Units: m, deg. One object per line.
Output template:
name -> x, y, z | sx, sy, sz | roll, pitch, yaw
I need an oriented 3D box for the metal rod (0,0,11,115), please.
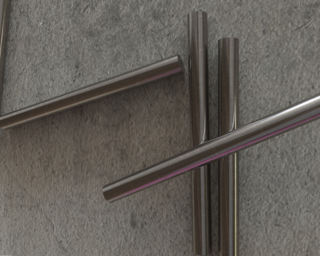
metal rod -> -0.260, -0.140, 0.498 | 0.025, 0.025, 0.298 | 8, 92, 19

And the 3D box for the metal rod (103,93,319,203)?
metal rod -> 0.063, 0.025, 0.358 | 0.300, 0.025, 0.025 | -25, 82, 17

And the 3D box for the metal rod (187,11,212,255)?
metal rod -> 0.050, 0.006, 0.390 | 0.025, 0.025, 0.298 | -1, 90, 19

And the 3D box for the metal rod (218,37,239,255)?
metal rod -> 0.084, 0.042, 0.378 | 0.025, 0.025, 0.298 | 0, 90, 19

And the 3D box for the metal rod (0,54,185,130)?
metal rod -> -0.110, -0.046, 0.446 | 0.301, 0.025, 0.025 | -15, 85, 19
